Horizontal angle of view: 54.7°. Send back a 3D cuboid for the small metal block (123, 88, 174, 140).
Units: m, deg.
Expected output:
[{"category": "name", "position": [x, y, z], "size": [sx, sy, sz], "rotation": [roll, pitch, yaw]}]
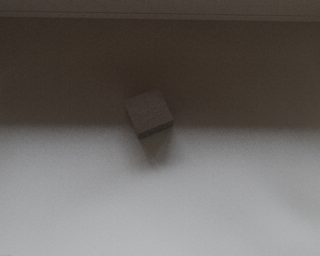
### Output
[{"category": "small metal block", "position": [-0.015, -0.019, 0.413], "size": [0.050, 0.025, 0.050], "rotation": [-22, 72, -8]}]
